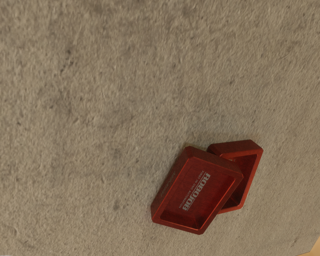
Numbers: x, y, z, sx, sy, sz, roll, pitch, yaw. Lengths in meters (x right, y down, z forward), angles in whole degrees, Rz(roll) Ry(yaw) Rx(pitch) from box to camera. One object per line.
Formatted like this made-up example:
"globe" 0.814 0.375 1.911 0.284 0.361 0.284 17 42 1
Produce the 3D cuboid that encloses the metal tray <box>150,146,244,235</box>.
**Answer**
"metal tray" 0.053 0.098 0.468 0.091 0.030 0.129 21 114 -16

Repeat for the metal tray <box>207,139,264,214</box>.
"metal tray" 0.112 0.085 0.520 0.091 0.030 0.129 -5 121 -27
